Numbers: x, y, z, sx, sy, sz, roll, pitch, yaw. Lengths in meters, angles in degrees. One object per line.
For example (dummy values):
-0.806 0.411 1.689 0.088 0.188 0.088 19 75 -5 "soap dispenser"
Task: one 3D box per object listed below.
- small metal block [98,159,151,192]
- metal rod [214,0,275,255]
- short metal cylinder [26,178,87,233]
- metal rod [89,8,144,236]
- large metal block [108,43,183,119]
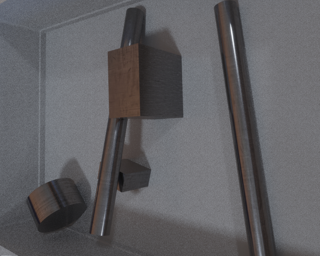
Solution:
-0.049 0.064 0.429 0.050 0.050 0.025 18 102 38 "small metal block"
0.091 0.011 0.330 0.025 0.025 0.298 -11 83 39 "metal rod"
-0.168 0.126 0.507 0.080 0.081 0.050 -51 61 28 "short metal cylinder"
-0.054 -0.017 0.405 0.025 0.025 0.299 -2 75 39 "metal rod"
-0.016 -0.052 0.382 0.050 0.081 0.079 -3 88 40 "large metal block"
